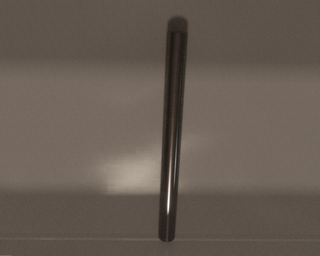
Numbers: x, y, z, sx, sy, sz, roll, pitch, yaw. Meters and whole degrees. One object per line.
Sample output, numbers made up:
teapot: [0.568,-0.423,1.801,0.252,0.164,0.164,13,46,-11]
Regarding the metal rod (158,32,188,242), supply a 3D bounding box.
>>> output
metal rod: [0.016,0.025,0.420,0.025,0.025,0.298,2,110,-1]
